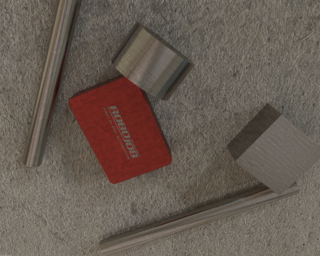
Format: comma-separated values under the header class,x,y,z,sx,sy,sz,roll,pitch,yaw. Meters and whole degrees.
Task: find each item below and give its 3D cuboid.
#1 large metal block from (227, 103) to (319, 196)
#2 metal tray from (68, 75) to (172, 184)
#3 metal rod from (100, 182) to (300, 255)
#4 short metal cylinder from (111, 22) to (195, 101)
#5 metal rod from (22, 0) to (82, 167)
class,x,y,z,sx,sy,sz,roll,pitch,yaw
large metal block,0.150,0.028,0.409,0.080,0.050,0.080,37,106,-13
metal tray,-0.049,0.001,0.407,0.090,0.030,0.129,-21,109,7
metal rod,0.053,0.133,0.459,0.301,0.025,0.025,-20,109,7
short metal cylinder,-0.008,-0.075,0.353,0.080,0.080,0.050,34,106,-12
metal rod,-0.126,-0.085,0.376,0.025,0.025,0.298,18,109,-7
